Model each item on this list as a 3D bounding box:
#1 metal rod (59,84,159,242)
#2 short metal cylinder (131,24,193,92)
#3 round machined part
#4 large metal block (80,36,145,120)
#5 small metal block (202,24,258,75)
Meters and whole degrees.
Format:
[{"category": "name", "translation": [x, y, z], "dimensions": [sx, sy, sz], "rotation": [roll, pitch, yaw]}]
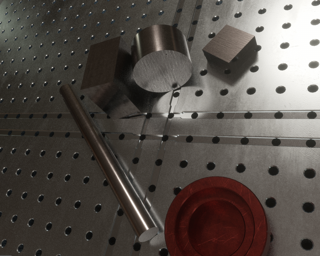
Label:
[{"category": "metal rod", "translation": [-0.086, 0.026, 0.435], "dimensions": [0.025, 0.025, 0.300], "rotation": [-40, 51, 1]}, {"category": "short metal cylinder", "translation": [0.001, -0.094, 0.429], "dimensions": [0.080, 0.080, 0.050], "rotation": [-19, 55, 17]}, {"category": "round machined part", "translation": [0.058, 0.101, 0.305], "dimensions": [0.098, 0.042, 0.098], "rotation": [-13, 56, 20]}, {"category": "large metal block", "translation": [-0.063, -0.070, 0.447], "dimensions": [0.050, 0.080, 0.080], "rotation": [-10, 58, 23]}, {"category": "small metal block", "translation": [0.096, -0.108, 0.424], "dimensions": [0.050, 0.025, 0.050], "rotation": [-46, 52, -5]}]
